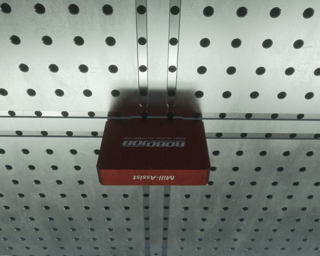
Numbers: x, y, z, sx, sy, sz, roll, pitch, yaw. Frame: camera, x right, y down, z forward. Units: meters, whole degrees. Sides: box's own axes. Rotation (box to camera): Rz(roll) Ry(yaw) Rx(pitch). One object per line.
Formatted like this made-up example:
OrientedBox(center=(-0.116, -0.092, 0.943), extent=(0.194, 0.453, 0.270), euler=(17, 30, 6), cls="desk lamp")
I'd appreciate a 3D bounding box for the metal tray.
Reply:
OrientedBox(center=(-0.007, 0.028, 0.392), extent=(0.131, 0.090, 0.030), euler=(0, 130, 0), cls="metal tray")
